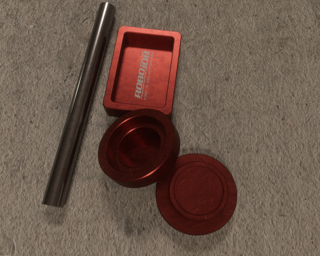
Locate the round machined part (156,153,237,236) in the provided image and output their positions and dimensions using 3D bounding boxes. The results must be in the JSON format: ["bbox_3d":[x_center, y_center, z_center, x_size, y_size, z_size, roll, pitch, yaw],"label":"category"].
[{"bbox_3d":[0.044,0.077,0.371,0.099,0.042,0.098,0,70,-1],"label":"round machined part"}]

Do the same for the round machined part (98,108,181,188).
[{"bbox_3d":[-0.022,0.027,0.376,0.098,0.042,0.098,-12,53,17],"label":"round machined part"}]

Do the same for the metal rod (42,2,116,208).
[{"bbox_3d":[-0.105,-0.045,0.423,0.025,0.025,0.299,9,70,3],"label":"metal rod"}]

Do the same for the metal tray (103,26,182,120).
[{"bbox_3d":[-0.022,-0.076,0.433,0.091,0.030,0.130,7,70,2],"label":"metal tray"}]
